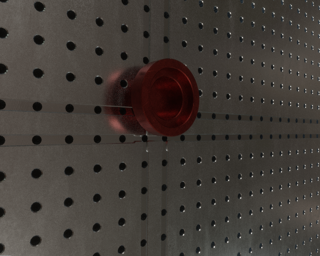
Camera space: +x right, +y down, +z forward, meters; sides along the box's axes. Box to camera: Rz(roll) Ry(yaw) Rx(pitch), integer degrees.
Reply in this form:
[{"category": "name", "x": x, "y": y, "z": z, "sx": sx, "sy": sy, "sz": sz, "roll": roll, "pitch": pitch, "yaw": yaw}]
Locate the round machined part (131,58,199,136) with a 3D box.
[{"category": "round machined part", "x": 0.002, "y": -0.038, "z": 0.402, "sx": 0.099, "sy": 0.042, "sz": 0.097, "roll": 0, "pitch": 90, "yaw": -40}]
